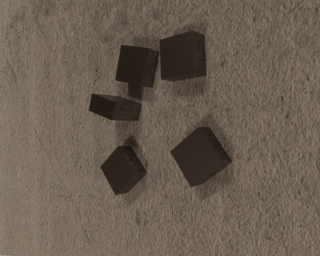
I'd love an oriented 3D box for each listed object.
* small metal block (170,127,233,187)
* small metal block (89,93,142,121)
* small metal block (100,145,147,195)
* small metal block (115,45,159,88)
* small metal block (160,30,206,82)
[{"bbox_3d":[0.048,0.034,0.364,0.050,0.025,0.050,-44,64,31],"label":"small metal block"},{"bbox_3d":[-0.063,-0.029,0.438,0.050,0.050,0.025,21,104,37],"label":"small metal block"},{"bbox_3d":[-0.053,0.060,0.447,0.050,0.025,0.050,-48,62,29],"label":"small metal block"},{"bbox_3d":[-0.032,-0.086,0.429,0.050,0.025,0.050,18,101,38],"label":"small metal block"},{"bbox_3d":[0.028,-0.087,0.381,0.050,0.025,0.050,-4,88,39],"label":"small metal block"}]
